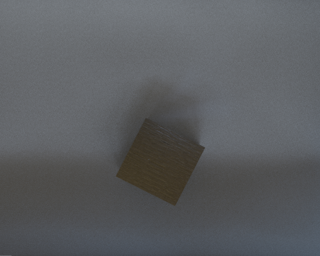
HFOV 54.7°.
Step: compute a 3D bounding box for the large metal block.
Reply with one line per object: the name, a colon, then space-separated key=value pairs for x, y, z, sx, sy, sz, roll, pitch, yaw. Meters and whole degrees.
large metal block: x=0.001 y=0.041 z=0.399 sx=0.080 sy=0.050 sz=0.080 roll=27 pitch=90 yaw=-1
